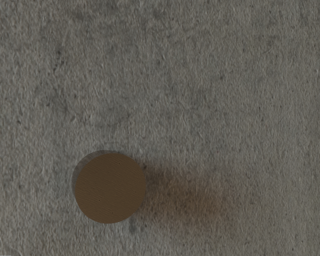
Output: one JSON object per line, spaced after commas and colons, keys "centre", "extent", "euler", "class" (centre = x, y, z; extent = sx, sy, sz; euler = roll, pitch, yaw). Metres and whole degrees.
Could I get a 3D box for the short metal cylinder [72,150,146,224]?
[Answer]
{"centre": [-0.063, 0.068, 0.373], "extent": [0.081, 0.050, 0.079], "euler": [0, 90, -21], "class": "short metal cylinder"}
